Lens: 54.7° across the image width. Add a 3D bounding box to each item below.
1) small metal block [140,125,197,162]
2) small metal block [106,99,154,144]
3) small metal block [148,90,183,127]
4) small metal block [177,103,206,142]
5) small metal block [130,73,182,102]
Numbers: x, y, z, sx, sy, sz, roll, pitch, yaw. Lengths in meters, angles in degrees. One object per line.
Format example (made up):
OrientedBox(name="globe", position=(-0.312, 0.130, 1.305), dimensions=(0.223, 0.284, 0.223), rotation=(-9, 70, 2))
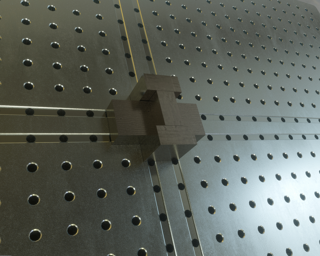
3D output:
OrientedBox(name="small metal block", position=(0.010, 0.020, 0.386), dimensions=(0.050, 0.050, 0.025), rotation=(1, 62, -28))
OrientedBox(name="small metal block", position=(-0.037, -0.007, 0.393), dimensions=(0.050, 0.025, 0.050), rotation=(0, 62, -28))
OrientedBox(name="small metal block", position=(0.002, -0.013, 0.402), dimensions=(0.025, 0.050, 0.050), rotation=(1, 62, -28))
OrientedBox(name="small metal block", position=(0.030, -0.007, 0.430), dimensions=(0.050, 0.025, 0.050), rotation=(1, 61, -28))
OrientedBox(name="small metal block", position=(-0.007, -0.047, 0.418), dimensions=(0.050, 0.050, 0.025), rotation=(1, 62, -28))
